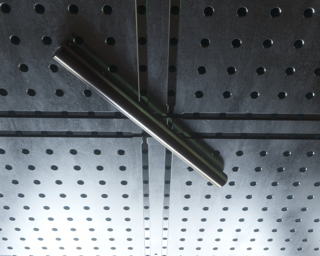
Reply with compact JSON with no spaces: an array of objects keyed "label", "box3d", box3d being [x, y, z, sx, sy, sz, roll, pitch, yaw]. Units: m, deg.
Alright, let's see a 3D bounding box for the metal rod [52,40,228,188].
[{"label":"metal rod","box3d":[-0.007,-0.002,0.410,0.025,0.025,0.301,-35,122,26]}]
